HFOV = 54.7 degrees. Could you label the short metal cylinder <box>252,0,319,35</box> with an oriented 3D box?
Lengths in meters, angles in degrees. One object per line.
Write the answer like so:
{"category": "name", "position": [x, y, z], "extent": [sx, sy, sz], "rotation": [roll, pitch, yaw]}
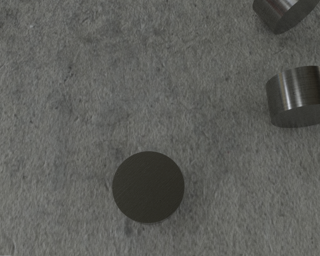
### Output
{"category": "short metal cylinder", "position": [0.183, -0.183, 0.448], "extent": [0.080, 0.080, 0.050], "rotation": [-30, 73, -11]}

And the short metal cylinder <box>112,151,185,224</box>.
{"category": "short metal cylinder", "position": [-0.013, 0.073, 0.368], "extent": [0.081, 0.050, 0.080], "rotation": [0, 70, 0]}

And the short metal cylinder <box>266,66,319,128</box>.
{"category": "short metal cylinder", "position": [0.180, -0.037, 0.395], "extent": [0.081, 0.080, 0.050], "rotation": [-1, 70, -1]}
